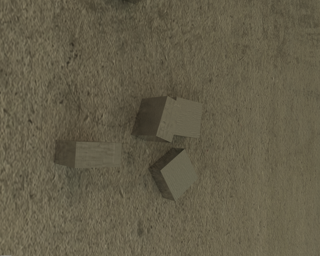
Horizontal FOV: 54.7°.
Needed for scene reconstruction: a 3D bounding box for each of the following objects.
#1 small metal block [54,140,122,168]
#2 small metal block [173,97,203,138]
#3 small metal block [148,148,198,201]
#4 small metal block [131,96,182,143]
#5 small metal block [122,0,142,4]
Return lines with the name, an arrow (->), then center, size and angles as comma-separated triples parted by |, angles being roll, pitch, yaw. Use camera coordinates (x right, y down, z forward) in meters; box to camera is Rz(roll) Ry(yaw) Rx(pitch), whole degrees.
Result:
small metal block -> -0.076, 0.026, 0.325 | 0.050, 0.050, 0.025 | 5, 87, -40
small metal block -> 0.031, -0.013, 0.430 | 0.050, 0.025, 0.050 | 9, 84, -40
small metal block -> 0.019, 0.062, 0.420 | 0.050, 0.025, 0.050 | -38, 114, -33
small metal block -> -0.005, -0.010, 0.384 | 0.025, 0.050, 0.050 | 26, 74, -37
small metal block -> -0.044, -0.182, 0.367 | 0.050, 0.025, 0.050 | -1, 91, -40
